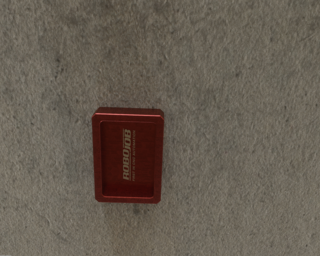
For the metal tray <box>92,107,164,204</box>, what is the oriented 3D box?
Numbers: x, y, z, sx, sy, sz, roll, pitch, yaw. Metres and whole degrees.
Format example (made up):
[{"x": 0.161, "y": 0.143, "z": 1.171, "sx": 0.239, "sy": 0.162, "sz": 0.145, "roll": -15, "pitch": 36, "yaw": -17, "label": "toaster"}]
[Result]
[{"x": -0.042, "y": 0.039, "z": 0.420, "sx": 0.090, "sy": 0.030, "sz": 0.129, "roll": 2, "pitch": 110, "yaw": -1, "label": "metal tray"}]
